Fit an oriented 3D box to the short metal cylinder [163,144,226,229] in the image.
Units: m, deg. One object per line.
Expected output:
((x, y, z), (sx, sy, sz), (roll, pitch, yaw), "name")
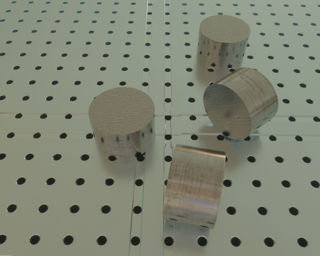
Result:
((0.036, 0.059, 0.322), (0.050, 0.080, 0.080), (10, 51, 8), "short metal cylinder")

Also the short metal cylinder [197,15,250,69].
((0.104, -0.144, 0.514), (0.081, 0.050, 0.080), (0, 50, 0), "short metal cylinder")

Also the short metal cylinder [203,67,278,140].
((0.102, -0.031, 0.400), (0.050, 0.080, 0.080), (-32, 57, -24), "short metal cylinder")

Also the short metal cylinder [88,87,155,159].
((-0.047, -0.007, 0.397), (0.081, 0.050, 0.080), (0, 50, 0), "short metal cylinder")
